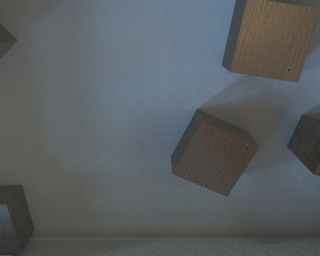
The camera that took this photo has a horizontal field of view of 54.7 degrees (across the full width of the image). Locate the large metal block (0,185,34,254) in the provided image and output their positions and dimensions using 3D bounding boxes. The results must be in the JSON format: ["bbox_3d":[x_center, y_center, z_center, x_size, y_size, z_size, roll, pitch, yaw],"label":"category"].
[{"bbox_3d":[-0.238,0.132,0.443,0.081,0.050,0.079,-5,110,1],"label":"large metal block"}]

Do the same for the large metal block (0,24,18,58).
[{"bbox_3d":[-0.231,-0.102,0.355,0.080,0.050,0.080,-41,107,10],"label":"large metal block"}]

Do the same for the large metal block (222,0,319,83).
[{"bbox_3d":[0.125,-0.103,0.362,0.081,0.050,0.079,8,110,-4],"label":"large metal block"}]

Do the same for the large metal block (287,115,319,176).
[{"bbox_3d":[0.225,0.029,0.396,0.080,0.080,0.050,15,109,-6],"label":"large metal block"}]

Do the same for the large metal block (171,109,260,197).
[{"bbox_3d":[0.069,0.032,0.411,0.080,0.050,0.080,24,108,-9],"label":"large metal block"}]
